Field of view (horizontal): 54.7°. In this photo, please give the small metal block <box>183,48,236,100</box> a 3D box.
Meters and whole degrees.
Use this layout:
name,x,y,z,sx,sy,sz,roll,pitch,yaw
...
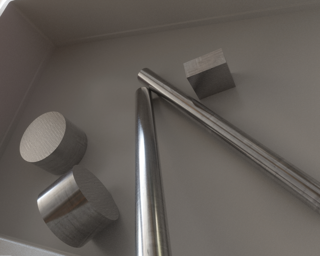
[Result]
name,x,y,z,sx,sy,sz,roll,pitch,yaw
small metal block,0.064,-0.068,0.397,0.050,0.050,0.025,-20,55,16

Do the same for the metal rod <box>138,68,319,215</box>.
name,x,y,z,sx,sy,sz,roll,pitch,yaw
metal rod,0.067,-0.003,0.371,0.025,0.025,0.300,-47,52,-4

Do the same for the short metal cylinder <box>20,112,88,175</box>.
name,x,y,z,sx,sy,sz,roll,pitch,yaw
short metal cylinder,-0.155,0.023,0.455,0.080,0.050,0.080,-13,56,20

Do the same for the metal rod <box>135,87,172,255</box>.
name,x,y,z,sx,sy,sz,roll,pitch,yaw
metal rod,-0.013,0.026,0.318,0.025,0.025,0.300,-27,28,11

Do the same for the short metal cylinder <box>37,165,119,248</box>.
name,x,y,z,sx,sy,sz,roll,pitch,yaw
short metal cylinder,-0.094,0.090,0.363,0.050,0.080,0.080,-39,51,2
